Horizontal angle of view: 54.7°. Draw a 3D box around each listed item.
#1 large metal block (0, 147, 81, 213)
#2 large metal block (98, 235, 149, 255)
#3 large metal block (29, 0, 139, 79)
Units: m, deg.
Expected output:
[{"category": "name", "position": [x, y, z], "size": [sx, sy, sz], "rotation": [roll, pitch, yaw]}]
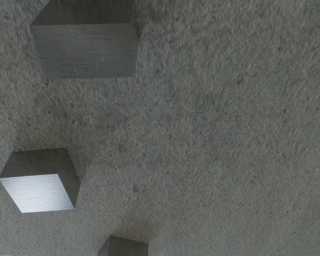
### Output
[{"category": "large metal block", "position": [-0.171, 0.078, 0.454], "size": [0.080, 0.050, 0.080], "rotation": [-5, 130, 3]}, {"category": "large metal block", "position": [-0.076, 0.263, 0.614], "size": [0.081, 0.050, 0.079], "rotation": [19, 127, -16]}, {"category": "large metal block", "position": [-0.064, -0.090, 0.294], "size": [0.081, 0.080, 0.050], "rotation": [-1, 130, 0]}]
